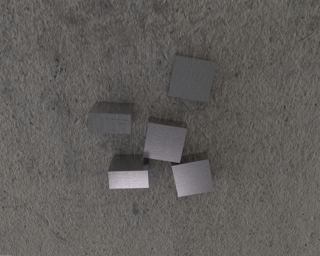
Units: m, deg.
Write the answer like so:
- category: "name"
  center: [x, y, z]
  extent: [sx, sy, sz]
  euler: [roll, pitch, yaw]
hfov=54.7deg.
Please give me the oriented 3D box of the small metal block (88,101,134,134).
- category: "small metal block"
  center: [-0.060, -0.014, 0.391]
  extent: [0.050, 0.050, 0.025]
  euler: [2, 110, -1]

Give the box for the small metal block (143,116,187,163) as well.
- category: "small metal block"
  center: [0.006, 0.016, 0.415]
  extent: [0.050, 0.025, 0.050]
  euler: [9, 110, -4]

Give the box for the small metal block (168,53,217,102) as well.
- category: "small metal block"
  center: [0.039, -0.063, 0.387]
  extent: [0.050, 0.025, 0.050]
  euler: [9, 110, -4]

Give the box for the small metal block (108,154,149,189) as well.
- category: "small metal block"
  center: [-0.040, 0.057, 0.417]
  extent: [0.050, 0.050, 0.025]
  euler: [-1, 110, 0]

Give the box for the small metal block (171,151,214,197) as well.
- category: "small metal block"
  center: [0.045, 0.065, 0.434]
  extent: [0.050, 0.025, 0.050]
  euler: [-11, 110, 4]
